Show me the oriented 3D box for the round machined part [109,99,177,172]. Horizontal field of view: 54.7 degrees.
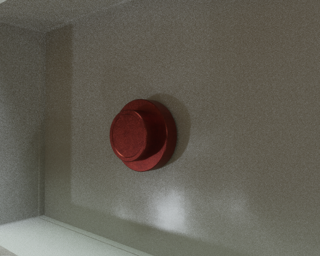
[{"bbox_3d":[-0.029,0.010,0.413,0.098,0.042,0.097,0,90,39],"label":"round machined part"}]
